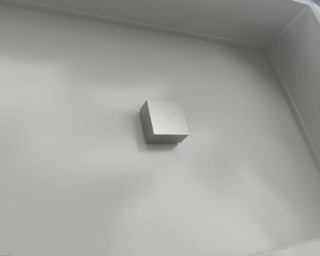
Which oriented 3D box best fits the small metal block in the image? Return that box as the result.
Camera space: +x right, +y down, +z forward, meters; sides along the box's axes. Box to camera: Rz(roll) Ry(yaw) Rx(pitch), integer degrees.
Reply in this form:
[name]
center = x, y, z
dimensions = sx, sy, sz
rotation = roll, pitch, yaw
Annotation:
[small metal block]
center = 0.005, -0.008, 0.408
dimensions = 0.050, 0.025, 0.050
rotation = 1, 61, -27
